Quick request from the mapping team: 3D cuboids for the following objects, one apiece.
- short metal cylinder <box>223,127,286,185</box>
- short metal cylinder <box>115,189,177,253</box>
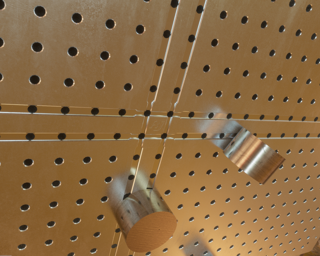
[{"bbox_3d":[0.145,0.042,0.481,0.080,0.080,0.050,30,102,-38],"label":"short metal cylinder"},{"bbox_3d":[-0.021,0.140,0.470,0.081,0.050,0.079,-14,124,-21],"label":"short metal cylinder"}]
